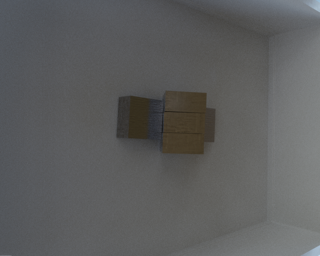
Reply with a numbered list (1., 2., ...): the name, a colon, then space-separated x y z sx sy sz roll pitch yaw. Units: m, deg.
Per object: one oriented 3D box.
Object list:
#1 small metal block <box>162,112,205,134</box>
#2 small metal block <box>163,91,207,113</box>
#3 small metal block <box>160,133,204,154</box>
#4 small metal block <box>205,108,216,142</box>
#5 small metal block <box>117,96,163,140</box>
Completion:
1. small metal block: 0.028 -0.006 0.401 0.050 0.050 0.025 2 88 -4
2. small metal block: 0.030 -0.031 0.402 0.050 0.050 0.025 3 88 -4
3. small metal block: 0.027 0.020 0.400 0.050 0.050 0.025 2 88 -4
4. small metal block: 0.054 -0.005 0.453 0.050 0.025 0.050 4 88 -40
5. small metal block: -0.025 -0.012 0.386 0.050 0.025 0.050 5 87 -40
